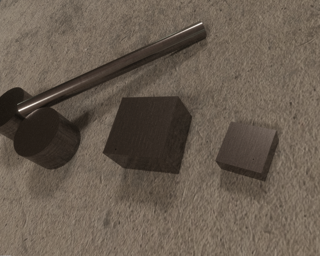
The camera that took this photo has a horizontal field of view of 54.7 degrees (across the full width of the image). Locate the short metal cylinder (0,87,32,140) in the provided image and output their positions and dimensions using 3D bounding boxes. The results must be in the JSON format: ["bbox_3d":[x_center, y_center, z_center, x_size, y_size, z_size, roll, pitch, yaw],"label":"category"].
[{"bbox_3d":[-0.239,-0.021,0.520,0.080,0.050,0.080,-16,53,23],"label":"short metal cylinder"}]

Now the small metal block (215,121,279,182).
[{"bbox_3d":[0.096,0.025,0.338,0.050,0.025,0.050,14,68,33],"label":"small metal block"}]

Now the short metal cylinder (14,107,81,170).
[{"bbox_3d":[-0.167,0.016,0.462,0.080,0.050,0.080,-12,58,20],"label":"short metal cylinder"}]

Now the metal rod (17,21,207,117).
[{"bbox_3d":[-0.073,-0.087,0.468,0.301,0.025,0.025,-24,53,3],"label":"metal rod"}]

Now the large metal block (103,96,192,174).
[{"bbox_3d":[-0.013,0.008,0.389,0.080,0.050,0.080,2,63,28],"label":"large metal block"}]
